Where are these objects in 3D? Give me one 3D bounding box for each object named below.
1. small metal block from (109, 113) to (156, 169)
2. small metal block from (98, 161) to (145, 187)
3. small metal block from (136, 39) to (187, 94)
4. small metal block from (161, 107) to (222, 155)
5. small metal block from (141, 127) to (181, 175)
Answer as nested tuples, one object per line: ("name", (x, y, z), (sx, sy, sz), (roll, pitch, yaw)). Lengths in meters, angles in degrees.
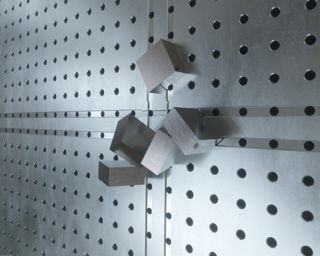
("small metal block", (-0.034, 0.017, 0.409), (0.025, 0.050, 0.050), (-31, 34, 36))
("small metal block", (-0.054, 0.061, 0.428), (0.050, 0.050, 0.025), (10, 97, 63))
("small metal block", (0.001, -0.080, 0.410), (0.050, 0.025, 0.050), (-34, 69, 35))
("small metal block", (0.037, 0.003, 0.363), (0.025, 0.050, 0.050), (-50, 61, 28))
("small metal block", (0.008, 0.025, 0.384), (0.025, 0.050, 0.050), (33, 112, 18))
